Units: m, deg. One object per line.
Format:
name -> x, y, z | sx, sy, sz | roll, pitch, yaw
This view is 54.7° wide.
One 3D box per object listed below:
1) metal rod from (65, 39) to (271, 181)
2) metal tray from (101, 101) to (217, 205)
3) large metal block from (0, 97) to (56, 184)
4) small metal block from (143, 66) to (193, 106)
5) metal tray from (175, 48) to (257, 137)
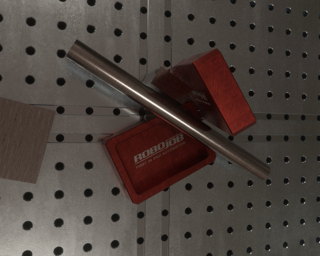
metal rod -> 0.023, -0.013, 0.389 | 0.301, 0.025, 0.025 | 32, 80, -18
metal tray -> 0.001, 0.029, 0.411 | 0.131, 0.030, 0.090 | -26, 99, -18
large metal block -> -0.166, 0.010, 0.338 | 0.081, 0.050, 0.080 | 15, 85, -20
small metal block -> 0.007, -0.052, 0.403 | 0.050, 0.050, 0.025 | 32, 79, -17
metal tray -> 0.062, -0.046, 0.379 | 0.030, 0.130, 0.090 | -31, 101, 0
